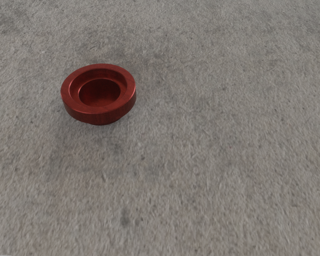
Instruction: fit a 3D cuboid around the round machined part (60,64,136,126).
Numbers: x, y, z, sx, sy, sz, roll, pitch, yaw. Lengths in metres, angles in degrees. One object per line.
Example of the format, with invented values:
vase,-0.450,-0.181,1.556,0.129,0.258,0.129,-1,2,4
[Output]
round machined part,-0.082,-0.042,0.426,0.099,0.042,0.098,0,50,0
